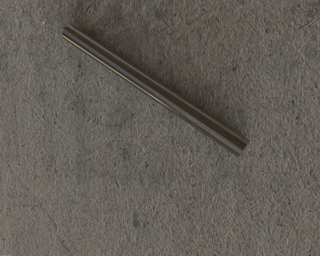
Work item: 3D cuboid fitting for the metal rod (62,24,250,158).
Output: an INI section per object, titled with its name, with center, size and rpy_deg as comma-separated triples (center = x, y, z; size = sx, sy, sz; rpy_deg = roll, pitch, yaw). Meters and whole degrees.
[metal rod]
center = -0.016, -0.058, 0.415
size = 0.300, 0.025, 0.025
rpy_deg = 35, 101, 16
